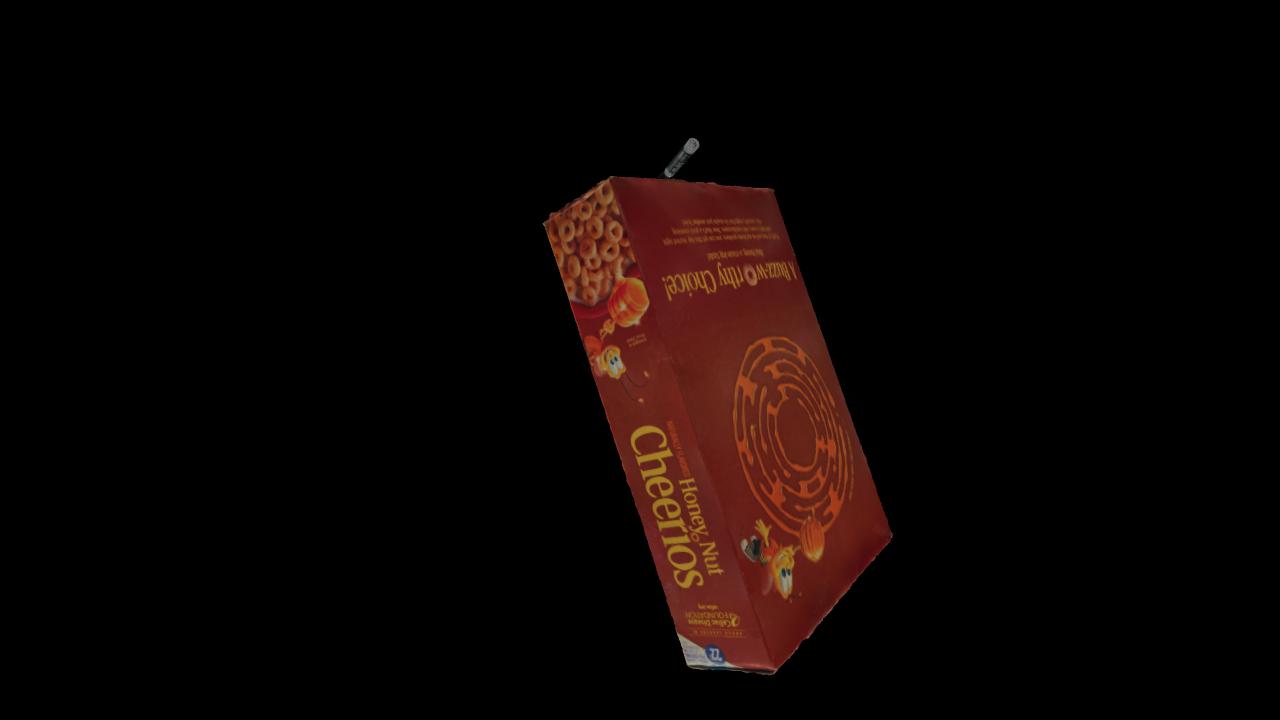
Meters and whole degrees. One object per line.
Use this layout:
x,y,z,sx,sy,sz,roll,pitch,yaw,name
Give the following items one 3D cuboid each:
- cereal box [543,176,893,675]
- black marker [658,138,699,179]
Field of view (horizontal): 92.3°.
0.069,0.027,0.445,0.081,0.306,0.203,-20,-3,42,cereal box
0.058,-0.308,0.962,0.020,0.020,0.121,0,-12,-22,black marker
